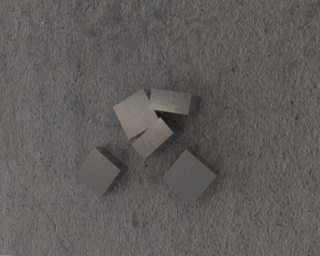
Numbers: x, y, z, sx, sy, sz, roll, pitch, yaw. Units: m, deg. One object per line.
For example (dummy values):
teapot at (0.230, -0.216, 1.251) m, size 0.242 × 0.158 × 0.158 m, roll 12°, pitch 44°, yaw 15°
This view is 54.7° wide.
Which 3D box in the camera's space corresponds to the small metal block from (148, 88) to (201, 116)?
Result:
small metal block at (0.020, -0.031, 0.389) m, size 0.050 × 0.050 × 0.025 m, roll 10°, pitch 94°, yaw 19°

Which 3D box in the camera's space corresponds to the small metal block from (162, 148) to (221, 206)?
small metal block at (0.040, 0.061, 0.395) m, size 0.050 × 0.025 × 0.050 m, roll 41°, pitch 103°, yaw 15°

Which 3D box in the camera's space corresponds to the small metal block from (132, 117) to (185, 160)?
small metal block at (-0.001, 0.013, 0.396) m, size 0.050 × 0.050 × 0.025 m, roll -43°, pitch 77°, yaw 15°

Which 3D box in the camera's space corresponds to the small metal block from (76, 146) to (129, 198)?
small metal block at (-0.082, 0.061, 0.438) m, size 0.050 × 0.025 × 0.050 m, roll 39°, pitch 102°, yaw 15°

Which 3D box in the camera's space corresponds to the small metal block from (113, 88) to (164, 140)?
small metal block at (-0.028, -0.018, 0.419) m, size 0.050 × 0.025 × 0.050 m, roll -30°, pitch 81°, yaw 17°
